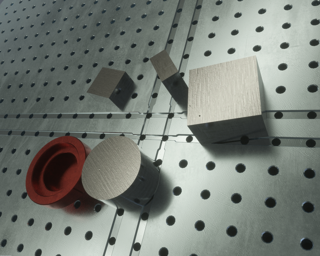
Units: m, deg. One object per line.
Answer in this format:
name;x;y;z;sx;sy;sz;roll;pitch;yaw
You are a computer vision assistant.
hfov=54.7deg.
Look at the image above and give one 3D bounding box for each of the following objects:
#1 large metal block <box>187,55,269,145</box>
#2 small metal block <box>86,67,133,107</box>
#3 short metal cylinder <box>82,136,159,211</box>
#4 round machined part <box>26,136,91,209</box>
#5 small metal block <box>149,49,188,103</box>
large metal block;0.080;-0.031;0.369;0.080;0.050;0.080;-9;58;23
small metal block;-0.079;-0.065;0.488;0.050;0.025;0.050;17;70;34
short metal cylinder;-0.048;0.056;0.381;0.080;0.050;0.080;-13;56;20
round machined part;-0.130;0.063;0.425;0.098;0.042;0.098;-13;56;20
small metal block;0.015;-0.072;0.427;0.025;0.050;0.050;-31;52;8
